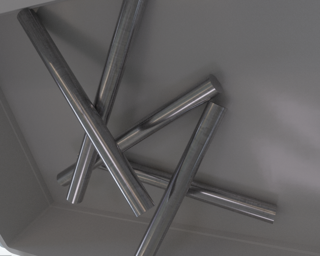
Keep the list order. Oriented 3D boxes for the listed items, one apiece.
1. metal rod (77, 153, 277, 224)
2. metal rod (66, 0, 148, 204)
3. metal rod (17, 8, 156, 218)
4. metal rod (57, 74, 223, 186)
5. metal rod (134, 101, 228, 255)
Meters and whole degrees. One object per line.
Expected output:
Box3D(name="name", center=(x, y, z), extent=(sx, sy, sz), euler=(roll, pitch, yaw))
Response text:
Box3D(name="metal rod", center=(0.011, 0.078, 0.451), extent=(0.301, 0.025, 0.025), euler=(14, 124, 20))
Box3D(name="metal rod", center=(-0.076, -0.020, 0.397), extent=(0.025, 0.025, 0.298), euler=(28, 116, 11))
Box3D(name="metal rod", center=(-0.097, -0.028, 0.378), extent=(0.025, 0.025, 0.299), euler=(-45, 73, 39))
Box3D(name="metal rod", center=(-0.047, 0.017, 0.423), extent=(0.299, 0.025, 0.025), euler=(-31, 101, 31))
Box3D(name="metal rod", center=(0.007, 0.106, 0.388), extent=(0.025, 0.025, 0.298), euler=(27, 101, 11))
